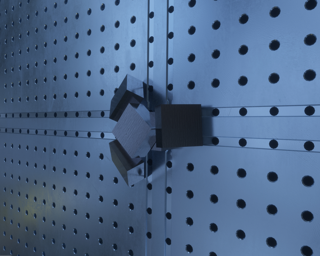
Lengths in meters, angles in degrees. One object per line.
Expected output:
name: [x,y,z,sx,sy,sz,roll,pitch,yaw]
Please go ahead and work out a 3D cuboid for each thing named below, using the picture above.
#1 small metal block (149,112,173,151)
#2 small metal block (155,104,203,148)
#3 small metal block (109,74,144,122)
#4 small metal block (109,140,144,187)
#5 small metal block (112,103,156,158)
small metal block: [-0.010,0.003,0.419,0.050,0.025,0.050,2,94,40]
small metal block: [0.022,-0.002,0.372,0.025,0.050,0.050,172,96,-72]
small metal block: [-0.047,-0.040,0.433,0.050,0.025,0.050,-54,23,26]
small metal block: [-0.046,0.046,0.432,0.050,0.025,0.050,53,158,27]
small metal block: [-0.029,0.003,0.402,0.050,0.025,0.050,49,118,28]
